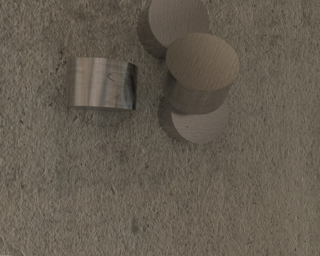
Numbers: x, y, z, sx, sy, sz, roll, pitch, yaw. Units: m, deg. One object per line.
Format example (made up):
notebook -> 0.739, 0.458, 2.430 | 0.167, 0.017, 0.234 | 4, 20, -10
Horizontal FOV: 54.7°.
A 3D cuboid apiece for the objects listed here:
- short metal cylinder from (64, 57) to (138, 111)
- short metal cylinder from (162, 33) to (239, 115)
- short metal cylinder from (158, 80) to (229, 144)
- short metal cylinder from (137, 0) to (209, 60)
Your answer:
short metal cylinder -> -0.066, -0.047, 0.355 | 0.081, 0.080, 0.050 | 3, 89, -20
short metal cylinder -> 0.045, -0.062, 0.358 | 0.081, 0.050, 0.080 | 2, 62, -4
short metal cylinder -> 0.043, -0.020, 0.411 | 0.081, 0.050, 0.080 | 0, 90, -20
short metal cylinder -> 0.016, -0.132, 0.401 | 0.081, 0.050, 0.080 | 0, 90, -20
